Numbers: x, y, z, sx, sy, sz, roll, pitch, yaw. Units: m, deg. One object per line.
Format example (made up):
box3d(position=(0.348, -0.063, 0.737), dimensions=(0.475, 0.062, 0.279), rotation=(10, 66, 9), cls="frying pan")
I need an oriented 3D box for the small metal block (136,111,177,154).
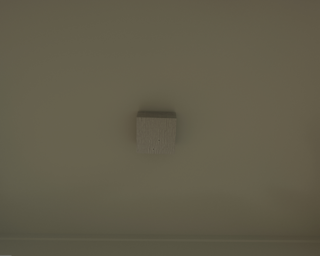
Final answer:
box3d(position=(-0.005, 0.006, 0.409), dimensions=(0.050, 0.025, 0.050), rotation=(2, 110, -1), cls="small metal block")
